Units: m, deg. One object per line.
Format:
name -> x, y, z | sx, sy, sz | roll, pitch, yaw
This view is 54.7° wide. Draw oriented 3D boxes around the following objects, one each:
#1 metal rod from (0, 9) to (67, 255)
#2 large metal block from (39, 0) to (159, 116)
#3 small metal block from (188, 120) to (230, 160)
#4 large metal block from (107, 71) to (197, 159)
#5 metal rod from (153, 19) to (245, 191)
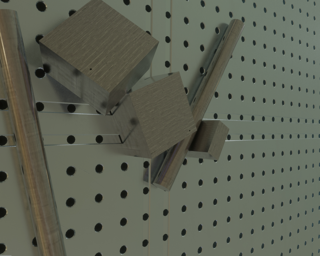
metal rod -> -0.123, 0.040, 0.305 | 0.025, 0.025, 0.298 | -15, 100, -39
large metal block -> -0.061, -0.073, 0.318 | 0.080, 0.050, 0.080 | 37, 63, 3
small metal block -> 0.066, 0.017, 0.448 | 0.025, 0.050, 0.050 | 37, 68, -34
large metal block -> -0.009, -0.017, 0.385 | 0.081, 0.050, 0.080 | -30, 109, -36
metal rod -> 0.065, -0.047, 0.463 | 0.025, 0.025, 0.300 | 41, 65, -33
